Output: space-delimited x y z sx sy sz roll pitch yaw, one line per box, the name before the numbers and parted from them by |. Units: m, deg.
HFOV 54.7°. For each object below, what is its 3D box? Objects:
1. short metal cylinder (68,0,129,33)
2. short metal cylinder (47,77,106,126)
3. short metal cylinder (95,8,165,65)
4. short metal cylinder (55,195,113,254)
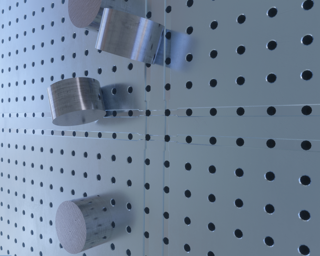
short metal cylinder | -0.094 -0.185 0.468 0.080 0.050 0.079 0 90 39
short metal cylinder | -0.128 -0.039 0.476 0.080 0.081 0.050 -22 76 37
short metal cylinder | -0.039 -0.118 0.404 0.080 0.081 0.050 26 106 36
short metal cylinder | -0.121 0.151 0.490 0.080 0.050 0.079 0 90 39
